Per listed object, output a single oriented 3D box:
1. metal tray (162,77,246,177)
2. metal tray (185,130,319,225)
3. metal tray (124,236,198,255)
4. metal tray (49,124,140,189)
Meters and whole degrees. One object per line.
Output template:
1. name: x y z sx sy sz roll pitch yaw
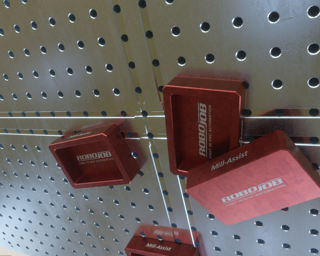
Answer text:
1. metal tray: 0.055 0.006 0.382 0.090 0.030 0.129 8 122 24
2. metal tray: 0.107 0.064 0.366 0.130 0.030 0.090 -31 120 32
3. metal tray: 0.009 0.245 0.555 0.130 0.030 0.090 -2 118 29
4. metal tray: -0.107 0.049 0.495 0.130 0.030 0.090 -12 113 33
